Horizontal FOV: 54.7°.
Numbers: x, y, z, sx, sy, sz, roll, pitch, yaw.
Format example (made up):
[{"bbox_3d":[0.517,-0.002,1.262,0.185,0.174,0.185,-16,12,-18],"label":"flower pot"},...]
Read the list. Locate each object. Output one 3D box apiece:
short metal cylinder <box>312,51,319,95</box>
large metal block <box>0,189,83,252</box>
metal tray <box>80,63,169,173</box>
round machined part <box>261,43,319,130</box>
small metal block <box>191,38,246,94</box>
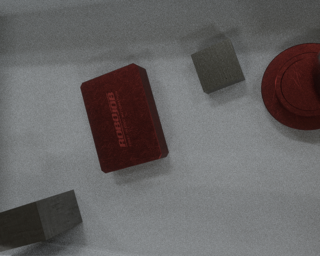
[{"bbox_3d":[0.195,-0.057,0.289,0.081,0.050,0.080,0,84,-1],"label":"short metal cylinder"},{"bbox_3d":[-0.173,0.129,0.440,0.080,0.080,0.050,-19,84,18],"label":"large metal block"},{"bbox_3d":[-0.050,-0.012,0.424,0.090,0.030,0.129,-17,84,18],"label":"metal tray"},{"bbox_3d":[0.164,-0.046,0.344,0.098,0.042,0.097,0,90,19],"label":"round machined part"},{"bbox_3d":[0.072,-0.075,0.385,0.050,0.025,0.050,-20,83,18],"label":"small metal block"}]
